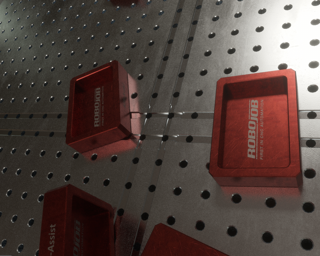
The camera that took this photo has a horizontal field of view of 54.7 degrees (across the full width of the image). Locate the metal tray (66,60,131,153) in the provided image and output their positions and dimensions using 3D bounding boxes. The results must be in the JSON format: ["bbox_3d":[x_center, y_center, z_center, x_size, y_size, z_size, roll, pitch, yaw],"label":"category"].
[{"bbox_3d":[-0.094,-0.035,0.473,0.090,0.030,0.130,-19,54,16],"label":"metal tray"}]

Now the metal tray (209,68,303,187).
[{"bbox_3d":[0.108,-0.001,0.348,0.090,0.030,0.130,-4,60,25],"label":"metal tray"}]

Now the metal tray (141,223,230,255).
[{"bbox_3d":[0.036,0.157,0.289,0.130,0.030,0.090,15,69,33],"label":"metal tray"}]

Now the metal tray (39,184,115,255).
[{"bbox_3d":[-0.084,0.135,0.326,0.030,0.090,0.130,-20,54,17],"label":"metal tray"}]
